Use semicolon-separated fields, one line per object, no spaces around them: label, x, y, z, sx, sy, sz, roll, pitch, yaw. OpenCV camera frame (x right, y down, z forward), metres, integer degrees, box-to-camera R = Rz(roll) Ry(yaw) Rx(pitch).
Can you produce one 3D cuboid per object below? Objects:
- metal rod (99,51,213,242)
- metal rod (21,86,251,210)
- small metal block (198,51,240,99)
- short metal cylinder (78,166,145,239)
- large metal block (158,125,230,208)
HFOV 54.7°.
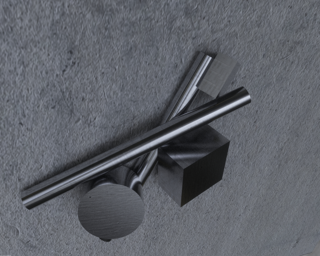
metal rod;-0.011;0.036;0.424;0.025;0.025;0.298;19;109;-36
metal rod;-0.026;0.023;0.386;0.301;0.025;0.025;-26;128;-4
small metal block;0.077;-0.066;0.393;0.050;0.025;0.050;-61;167;15
short metal cylinder;-0.062;0.094;0.400;0.081;0.050;0.079;-2;110;-6
large metal block;0.045;0.049;0.428;0.081;0.050;0.079;-27;138;-27
